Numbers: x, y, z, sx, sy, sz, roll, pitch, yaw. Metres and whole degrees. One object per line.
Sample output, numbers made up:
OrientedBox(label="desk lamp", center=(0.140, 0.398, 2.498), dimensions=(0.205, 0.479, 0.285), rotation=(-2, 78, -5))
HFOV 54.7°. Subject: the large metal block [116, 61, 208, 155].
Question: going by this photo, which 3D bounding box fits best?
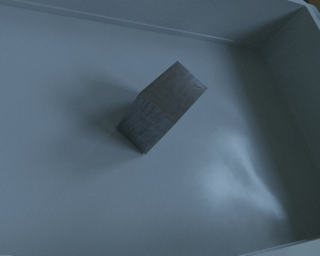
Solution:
OrientedBox(label="large metal block", center=(0.002, -0.024, 0.384), dimensions=(0.050, 0.080, 0.080), rotation=(43, 51, 1))
